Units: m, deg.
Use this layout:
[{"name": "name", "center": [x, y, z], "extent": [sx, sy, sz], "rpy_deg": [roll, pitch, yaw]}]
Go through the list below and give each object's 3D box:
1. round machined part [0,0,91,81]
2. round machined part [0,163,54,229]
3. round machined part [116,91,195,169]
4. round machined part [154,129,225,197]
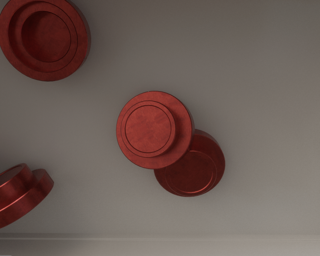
[{"name": "round machined part", "center": [-0.129, -0.106, 0.361], "extent": [0.099, 0.042, 0.097], "rpy_deg": [0, 110, -1]}, {"name": "round machined part", "center": [-0.193, 0.082, 0.400], "extent": [0.098, 0.098, 0.042], "rpy_deg": [-25, 109, 8]}, {"name": "round machined part", "center": [-0.009, 0.002, 0.382], "extent": [0.098, 0.042, 0.097], "rpy_deg": [-1, 87, 15]}, {"name": "round machined part", "center": [0.040, 0.053, 0.423], "extent": [0.099, 0.042, 0.097], "rpy_deg": [0, 110, -1]}]
